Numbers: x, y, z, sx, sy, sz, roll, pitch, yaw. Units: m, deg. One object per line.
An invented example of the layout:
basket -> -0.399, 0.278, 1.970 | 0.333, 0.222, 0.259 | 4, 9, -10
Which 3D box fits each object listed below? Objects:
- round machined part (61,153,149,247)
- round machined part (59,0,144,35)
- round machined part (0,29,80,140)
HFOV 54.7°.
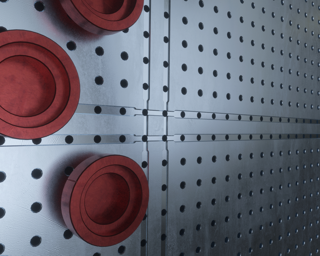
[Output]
round machined part -> -0.064, 0.077, 0.347 | 0.099, 0.042, 0.097 | 0, 90, -40
round machined part -> -0.069, -0.151, 0.341 | 0.099, 0.042, 0.097 | 0, 90, -40
round machined part -> -0.130, -0.038, 0.290 | 0.099, 0.042, 0.097 | 0, 90, -40
